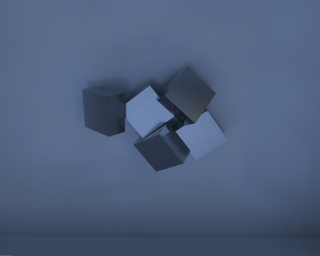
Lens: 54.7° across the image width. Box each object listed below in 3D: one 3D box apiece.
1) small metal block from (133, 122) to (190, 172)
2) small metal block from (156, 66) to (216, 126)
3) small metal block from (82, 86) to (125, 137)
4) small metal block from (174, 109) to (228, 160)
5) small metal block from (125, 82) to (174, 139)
[{"bbox_3d":[0.002,0.026,0.407,0.050,0.025,0.050,-23,112,41],"label":"small metal block"},{"bbox_3d":[0.033,-0.039,0.383,0.050,0.025,0.050,41,70,-14],"label":"small metal block"},{"bbox_3d":[-0.070,-0.022,0.386,0.050,0.025,0.050,18,116,40],"label":"small metal block"},{"bbox_3d":[0.054,0.006,0.413,0.050,0.025,0.050,-34,107,11],"label":"small metal block"},{"bbox_3d":[-0.017,-0.023,0.401,0.050,0.025,0.050,-36,107,12],"label":"small metal block"}]
